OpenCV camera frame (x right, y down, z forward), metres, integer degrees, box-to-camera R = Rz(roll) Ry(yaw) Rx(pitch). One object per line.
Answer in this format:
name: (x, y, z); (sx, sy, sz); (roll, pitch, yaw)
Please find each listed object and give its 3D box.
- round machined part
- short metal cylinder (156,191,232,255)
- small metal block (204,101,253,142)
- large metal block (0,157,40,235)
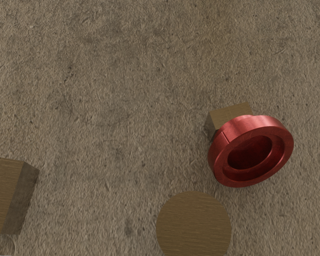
round machined part: (0.103, 0.023, 0.369); (0.099, 0.097, 0.042); (-15, 42, -6)
short metal cylinder: (0.036, 0.115, 0.353); (0.081, 0.050, 0.080); (0, 70, 0)
small metal block: (0.087, -0.007, 0.398); (0.050, 0.050, 0.025); (-15, 70, -6)
large metal block: (-0.201, 0.077, 0.364); (0.080, 0.050, 0.080); (9, 70, 3)
